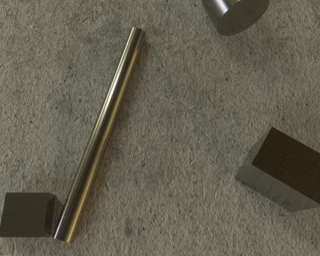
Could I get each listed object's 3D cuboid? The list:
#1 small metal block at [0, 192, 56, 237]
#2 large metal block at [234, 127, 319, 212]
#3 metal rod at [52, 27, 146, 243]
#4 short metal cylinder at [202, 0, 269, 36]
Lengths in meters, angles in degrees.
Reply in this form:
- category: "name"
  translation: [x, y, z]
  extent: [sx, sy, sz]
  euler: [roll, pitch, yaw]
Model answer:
- category: "small metal block"
  translation: [-0.157, 0.104, 0.368]
  extent: [0.050, 0.025, 0.050]
  euler: [0, 70, 0]
- category: "large metal block"
  translation: [0.143, 0.052, 0.362]
  extent: [0.080, 0.080, 0.050]
  euler: [31, 73, 10]
- category: "metal rod"
  translation: [-0.073, -0.005, 0.409]
  extent: [0.025, 0.025, 0.299]
  euler: [15, 70, 5]
- category: "short metal cylinder"
  translation: [0.108, -0.180, 0.446]
  extent: [0.080, 0.080, 0.050]
  euler: [-22, 72, -8]
